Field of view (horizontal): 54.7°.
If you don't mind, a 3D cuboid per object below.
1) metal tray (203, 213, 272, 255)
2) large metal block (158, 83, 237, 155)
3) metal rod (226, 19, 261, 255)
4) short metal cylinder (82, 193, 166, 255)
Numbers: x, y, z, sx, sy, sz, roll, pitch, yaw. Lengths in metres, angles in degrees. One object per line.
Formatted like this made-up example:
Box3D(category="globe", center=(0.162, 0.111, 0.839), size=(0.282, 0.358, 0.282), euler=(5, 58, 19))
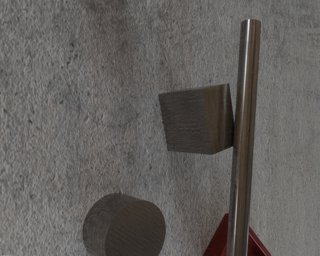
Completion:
Box3D(category="metal tray", center=(0.131, 0.215, 0.510), size=(0.130, 0.030, 0.090), euler=(52, 60, -27))
Box3D(category="large metal block", center=(0.049, -0.012, 0.410), size=(0.050, 0.080, 0.079), euler=(-16, 101, -39))
Box3D(category="metal rod", center=(0.105, 0.015, 0.388), size=(0.025, 0.025, 0.298), euler=(6, 87, -40))
Box3D(category="short metal cylinder", center=(-0.040, 0.119, 0.355), size=(0.081, 0.050, 0.080), euler=(0, 90, -40))
